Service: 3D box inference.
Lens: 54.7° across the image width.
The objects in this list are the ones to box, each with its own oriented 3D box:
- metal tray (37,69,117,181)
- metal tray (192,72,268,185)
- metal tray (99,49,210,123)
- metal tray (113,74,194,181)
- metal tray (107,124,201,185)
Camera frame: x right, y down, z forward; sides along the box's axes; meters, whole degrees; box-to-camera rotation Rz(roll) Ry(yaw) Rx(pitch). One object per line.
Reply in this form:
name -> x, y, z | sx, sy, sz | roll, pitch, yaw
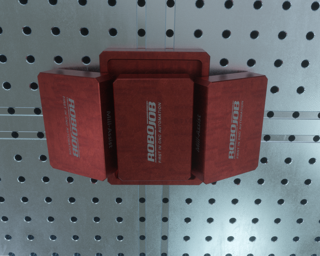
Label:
metal tray -> -0.101, -0.005, 0.388 | 0.090, 0.030, 0.129 | 9, 113, 24
metal tray -> 0.086, -0.001, 0.391 | 0.091, 0.030, 0.129 | -11, 113, -26
metal tray -> -0.006, -0.053, 0.391 | 0.131, 0.030, 0.089 | 0, 111, -1
metal tray -> -0.007, 0.001, 0.378 | 0.091, 0.030, 0.129 | 0, 110, -1
metal tray -> -0.006, 0.032, 0.423 | 0.131, 0.030, 0.089 | 0, 111, -1
